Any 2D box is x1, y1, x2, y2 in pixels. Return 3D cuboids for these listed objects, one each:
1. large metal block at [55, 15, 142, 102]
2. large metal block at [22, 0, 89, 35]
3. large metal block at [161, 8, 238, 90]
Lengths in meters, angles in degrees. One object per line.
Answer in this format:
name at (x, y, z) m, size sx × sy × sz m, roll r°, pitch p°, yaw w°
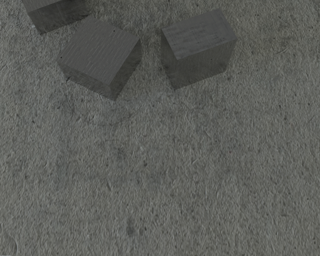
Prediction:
large metal block at (-0.081, -0.096, 0.429) m, size 0.080 × 0.050 × 0.080 m, roll 26°, pitch 72°, yaw 9°
large metal block at (-0.164, -0.200, 0.467) m, size 0.080 × 0.050 × 0.080 m, roll -25°, pitch 72°, yaw -9°
large metal block at (0.048, -0.103, 0.417) m, size 0.080 × 0.080 × 0.050 m, roll -21°, pitch 72°, yaw -8°
